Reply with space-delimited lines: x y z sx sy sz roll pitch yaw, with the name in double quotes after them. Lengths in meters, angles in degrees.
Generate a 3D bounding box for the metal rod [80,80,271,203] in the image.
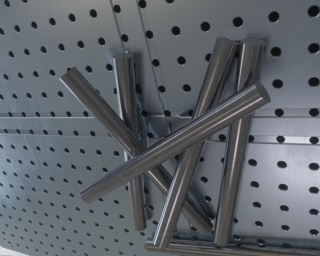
-0.006 0.033 0.377 0.299 0.025 0.025 -33 100 35 "metal rod"

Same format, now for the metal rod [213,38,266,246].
0.093 0.041 0.387 0.025 0.025 0.298 14 124 21 "metal rod"

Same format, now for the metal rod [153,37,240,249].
0.036 0.039 0.386 0.025 0.025 0.298 22 118 15 "metal rod"

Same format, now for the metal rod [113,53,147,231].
-0.040 0.040 0.457 0.025 0.025 0.298 11 123 22 "metal rod"

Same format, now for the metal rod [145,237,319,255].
0.108 0.188 0.470 0.300 0.025 0.025 -8 114 31 "metal rod"

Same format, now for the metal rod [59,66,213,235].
-0.022 0.042 0.423 0.025 0.025 0.300 -26 112 37 "metal rod"
